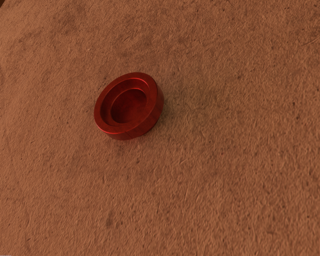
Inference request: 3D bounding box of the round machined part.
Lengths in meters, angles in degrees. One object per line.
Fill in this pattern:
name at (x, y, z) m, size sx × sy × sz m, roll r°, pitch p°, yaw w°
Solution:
round machined part at (-0.039, -0.026, 0.430) m, size 0.098 × 0.042 × 0.098 m, roll -13°, pitch 56°, yaw 21°
